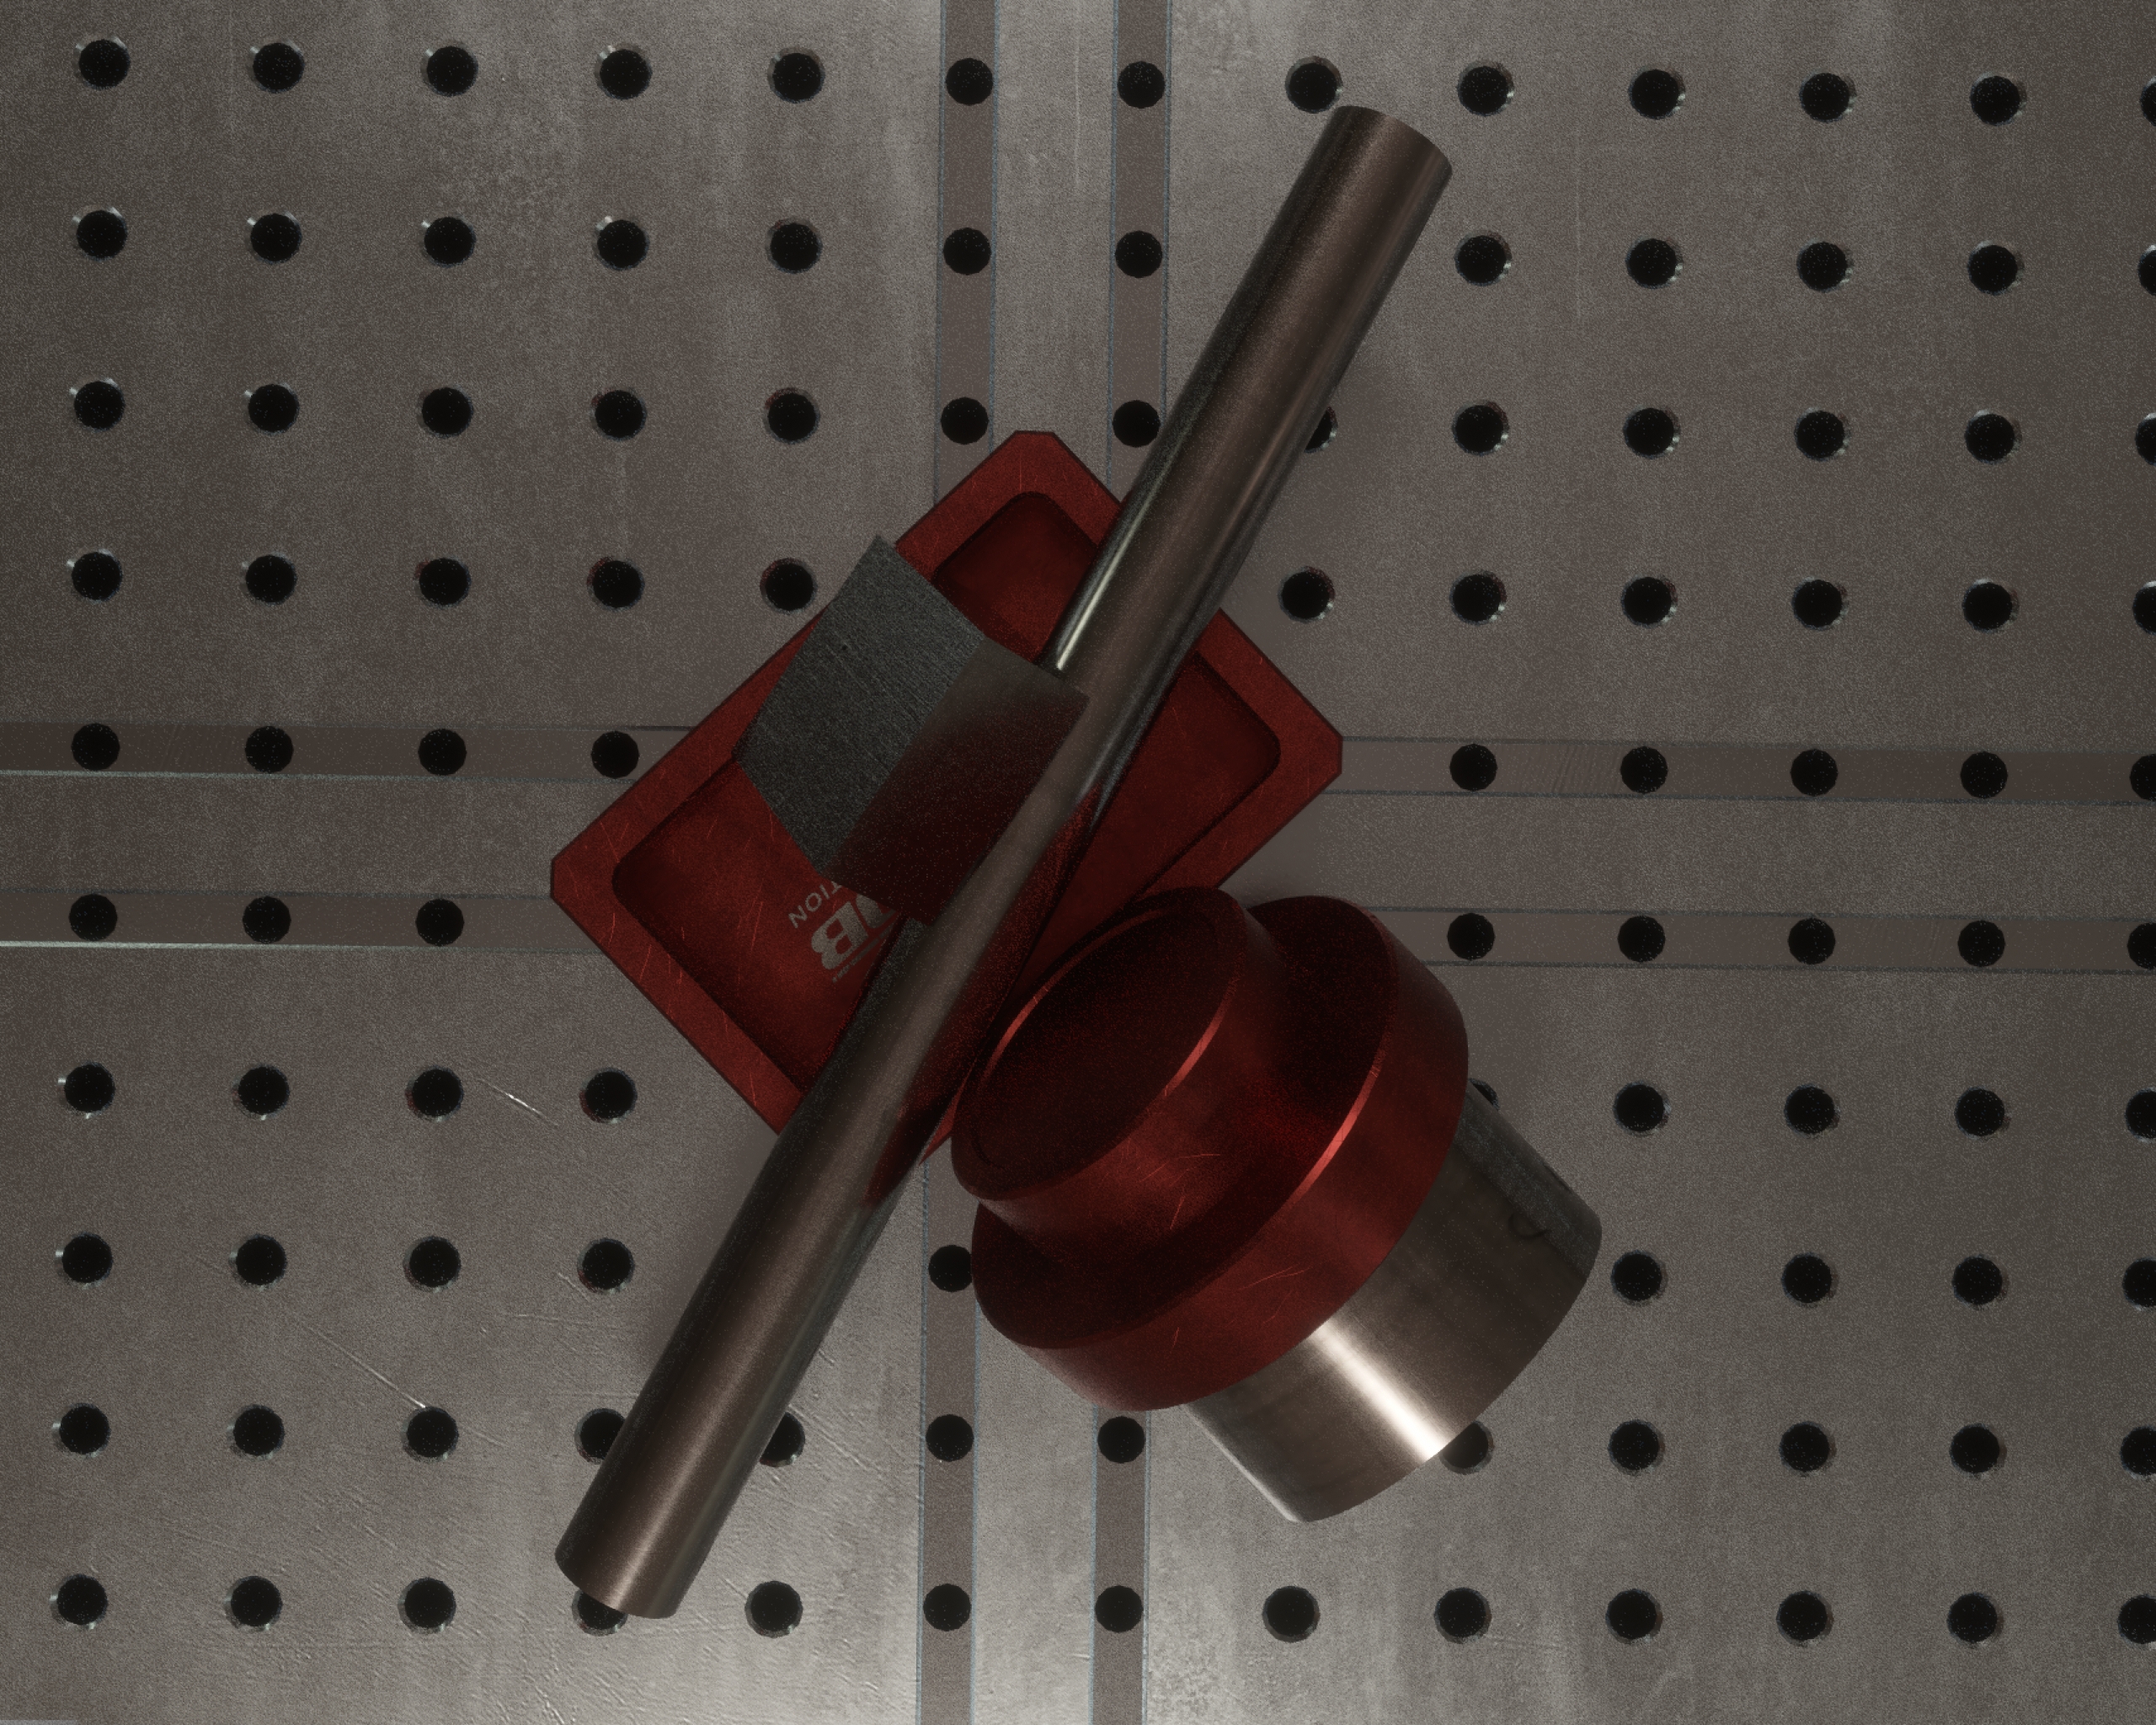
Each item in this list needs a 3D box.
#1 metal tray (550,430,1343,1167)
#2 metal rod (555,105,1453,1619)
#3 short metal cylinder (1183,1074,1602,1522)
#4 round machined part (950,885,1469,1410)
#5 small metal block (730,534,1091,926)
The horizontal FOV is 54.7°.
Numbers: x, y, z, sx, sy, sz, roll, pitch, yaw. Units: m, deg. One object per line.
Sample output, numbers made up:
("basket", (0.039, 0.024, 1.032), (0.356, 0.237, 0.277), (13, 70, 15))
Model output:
("metal tray", (-0.025, -0.009, 0.410), (0.130, 0.030, 0.090), (-43, 91, 0))
("metal rod", (-0.013, 0.000, 0.383), (0.025, 0.025, 0.299), (28, 90, -1))
("short metal cylinder", (0.049, 0.074, 0.385), (0.080, 0.080, 0.050), (-43, 91, 0))
("round machined part", (0.016, 0.043, 0.367), (0.098, 0.098, 0.042), (-46, 112, 0))
("small metal block", (-0.032, -0.025, 0.378), (0.025, 0.050, 0.050), (28, 102, -38))
